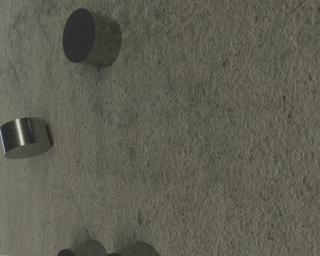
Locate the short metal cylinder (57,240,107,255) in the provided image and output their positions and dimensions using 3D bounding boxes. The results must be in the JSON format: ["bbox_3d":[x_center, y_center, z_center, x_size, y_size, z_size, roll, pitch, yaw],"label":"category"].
[{"bbox_3d":[-0.122,0.225,0.490,0.080,0.050,0.080,0,90,40],"label":"short metal cylinder"}]

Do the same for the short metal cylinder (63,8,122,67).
[{"bbox_3d":[-0.105,-0.136,0.475,0.080,0.050,0.080,0,90,40],"label":"short metal cylinder"}]

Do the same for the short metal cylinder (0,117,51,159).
[{"bbox_3d":[-0.249,0.020,0.576,0.080,0.081,0.050,-31,71,36],"label":"short metal cylinder"}]

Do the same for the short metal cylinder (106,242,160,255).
[{"bbox_3d":[-0.037,0.203,0.419,0.080,0.050,0.080,0,90,40],"label":"short metal cylinder"}]
